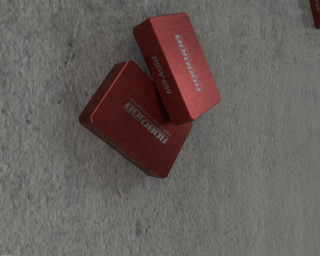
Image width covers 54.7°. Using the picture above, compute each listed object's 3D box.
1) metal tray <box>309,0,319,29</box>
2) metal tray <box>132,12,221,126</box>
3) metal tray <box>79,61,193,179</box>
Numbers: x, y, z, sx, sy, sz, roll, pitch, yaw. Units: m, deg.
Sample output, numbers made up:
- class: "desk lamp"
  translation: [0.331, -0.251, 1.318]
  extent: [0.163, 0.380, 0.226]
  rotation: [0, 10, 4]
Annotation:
- class: "metal tray"
  translation: [0.386, -0.311, 0.729]
  extent: [0.091, 0.030, 0.129]
  rotation: [-37, 113, -34]
- class: "metal tray"
  translation: [0.026, -0.079, 0.400]
  extent: [0.091, 0.030, 0.129]
  rotation: [-34, 103, -49]
- class: "metal tray"
  translation: [-0.023, -0.007, 0.384]
  extent: [0.130, 0.030, 0.090]
  rotation: [43, 64, -32]
